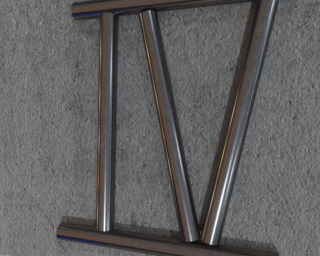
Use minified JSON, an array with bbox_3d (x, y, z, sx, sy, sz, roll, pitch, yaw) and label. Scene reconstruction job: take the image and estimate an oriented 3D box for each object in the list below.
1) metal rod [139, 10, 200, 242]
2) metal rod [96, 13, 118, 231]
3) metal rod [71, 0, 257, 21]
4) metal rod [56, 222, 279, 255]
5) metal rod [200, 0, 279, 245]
[{"bbox_3d":[0.012,-0.006,0.404,0.025,0.025,0.298,-12,86,19],"label":"metal rod"},{"bbox_3d":[-0.074,-0.008,0.434,0.025,0.025,0.298,1,90,19],"label":"metal rod"},{"bbox_3d":[0.020,-0.167,0.402,0.301,0.025,0.025,1,91,19],"label":"metal rod"},{"bbox_3d":[-0.004,0.155,0.410,0.301,0.025,0.025,1,91,19],"label":"metal rod"},{"bbox_3d":[0.095,-0.005,0.376,0.025,0.025,0.298,14,94,19],"label":"metal rod"}]
